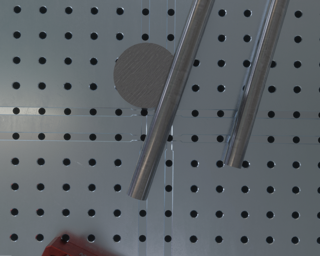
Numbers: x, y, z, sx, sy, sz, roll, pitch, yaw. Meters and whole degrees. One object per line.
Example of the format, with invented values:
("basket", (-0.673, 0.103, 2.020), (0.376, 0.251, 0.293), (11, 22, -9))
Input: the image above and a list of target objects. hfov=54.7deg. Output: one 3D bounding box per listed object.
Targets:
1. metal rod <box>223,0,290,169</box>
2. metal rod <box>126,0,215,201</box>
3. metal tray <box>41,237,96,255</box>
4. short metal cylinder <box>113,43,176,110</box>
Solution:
("metal rod", (0.137, -0.093, 0.414), (0.025, 0.025, 0.298), (16, 90, 0))
("metal rod", (0.021, -0.061, 0.363), (0.025, 0.025, 0.299), (19, 90, 0))
("metal tray", (-0.105, 0.216, 0.409), (0.131, 0.030, 0.090), (26, 90, 0))
("short metal cylinder", (-0.016, -0.064, 0.401), (0.081, 0.050, 0.079), (0, 90, 0))
